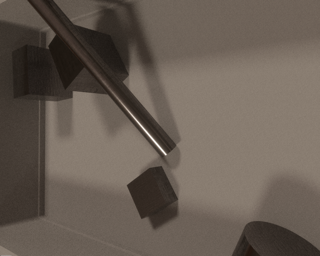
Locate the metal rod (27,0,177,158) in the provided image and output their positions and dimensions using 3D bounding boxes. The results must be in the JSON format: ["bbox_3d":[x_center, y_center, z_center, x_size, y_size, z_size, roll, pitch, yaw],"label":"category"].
[{"bbox_3d":[-0.085,-0.084,0.393,0.025,0.025,0.300,-39,92,33],"label":"metal rod"}]

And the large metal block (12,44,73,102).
[{"bbox_3d":[-0.202,-0.091,0.534,0.050,0.081,0.080,-6,86,39],"label":"large metal block"}]

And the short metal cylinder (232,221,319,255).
[{"bbox_3d":[0.106,0.131,0.282,0.080,0.081,0.050,29,108,36],"label":"short metal cylinder"}]

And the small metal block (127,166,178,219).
[{"bbox_3d":[-0.011,0.086,0.414,0.050,0.025,0.050,-40,66,32],"label":"small metal block"}]

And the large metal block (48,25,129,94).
[{"bbox_3d":[-0.104,-0.099,0.454,0.050,0.081,0.080,-39,66,33],"label":"large metal block"}]
